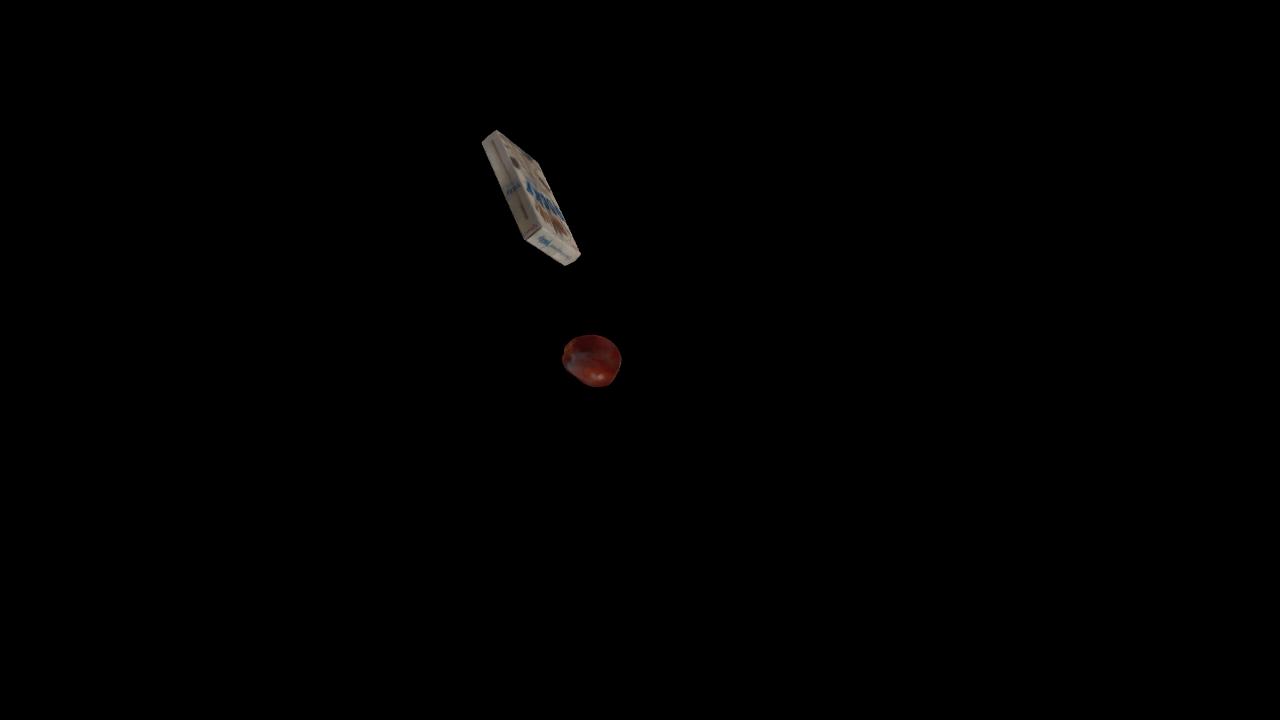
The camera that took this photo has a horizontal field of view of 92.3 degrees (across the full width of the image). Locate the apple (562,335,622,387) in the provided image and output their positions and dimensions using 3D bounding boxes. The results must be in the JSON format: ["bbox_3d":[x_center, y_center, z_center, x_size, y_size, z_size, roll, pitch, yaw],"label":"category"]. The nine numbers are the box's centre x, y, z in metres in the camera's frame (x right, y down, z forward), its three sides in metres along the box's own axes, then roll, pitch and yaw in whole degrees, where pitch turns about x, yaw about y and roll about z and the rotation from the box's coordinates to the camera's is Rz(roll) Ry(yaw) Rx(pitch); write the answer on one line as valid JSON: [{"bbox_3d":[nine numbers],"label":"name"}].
[{"bbox_3d":[-0.072,0.001,0.948,0.093,0.079,0.079,24,-10,-25],"label":"apple"}]

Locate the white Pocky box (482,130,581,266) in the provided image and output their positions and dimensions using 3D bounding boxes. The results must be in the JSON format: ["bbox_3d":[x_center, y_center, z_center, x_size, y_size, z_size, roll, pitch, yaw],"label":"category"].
[{"bbox_3d":[-0.125,-0.186,0.707,0.028,0.154,0.084,-33,-24,16],"label":"white Pocky box"}]
